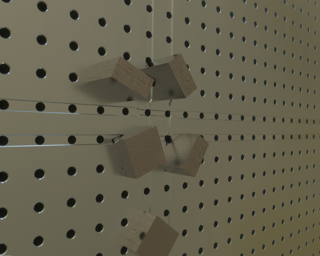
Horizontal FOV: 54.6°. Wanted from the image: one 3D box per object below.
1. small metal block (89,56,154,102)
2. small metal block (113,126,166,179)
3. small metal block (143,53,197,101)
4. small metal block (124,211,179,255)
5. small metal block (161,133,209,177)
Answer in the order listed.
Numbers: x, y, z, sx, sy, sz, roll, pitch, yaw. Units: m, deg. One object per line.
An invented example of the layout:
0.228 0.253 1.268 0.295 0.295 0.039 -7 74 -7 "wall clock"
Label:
-0.044 -0.054 0.355 0.050 0.050 0.025 31 71 -36 "small metal block"
-0.024 0.029 0.388 0.050 0.025 0.050 -24 105 -37 "small metal block"
0.013 -0.065 0.402 0.025 0.050 0.050 -43 116 -31 "small metal block"
-0.009 0.145 0.401 0.050 0.025 0.050 47 62 -30 "small metal block"
0.031 0.035 0.418 0.025 0.050 0.050 40 66 -33 "small metal block"
